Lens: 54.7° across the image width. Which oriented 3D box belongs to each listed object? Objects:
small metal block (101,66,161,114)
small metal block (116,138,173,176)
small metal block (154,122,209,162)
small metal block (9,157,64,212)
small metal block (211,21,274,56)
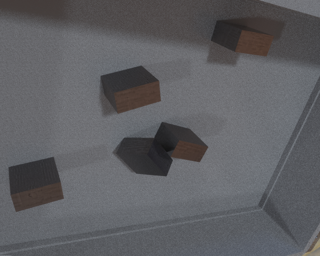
[{"bbox_3d":[-0.033,-0.044,0.347,0.050,0.050,0.025,-18,126,-18],"label":"small metal block"},{"bbox_3d":[-0.019,0.037,0.402,0.050,0.050,0.025,53,49,-40],"label":"small metal block"},{"bbox_3d":[0.028,0.019,0.419,0.050,0.050,0.025,14,111,-34],"label":"small metal block"},{"bbox_3d":[-0.142,0.063,0.354,0.050,0.050,0.025,-13,124,-22],"label":"small metal block"},{"bbox_3d":[0.100,-0.110,0.379,0.050,0.050,0.025,-1,119,-28],"label":"small metal block"}]
